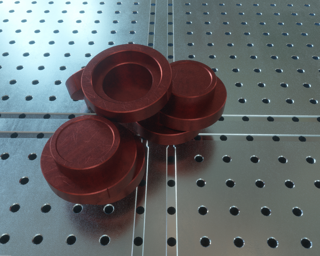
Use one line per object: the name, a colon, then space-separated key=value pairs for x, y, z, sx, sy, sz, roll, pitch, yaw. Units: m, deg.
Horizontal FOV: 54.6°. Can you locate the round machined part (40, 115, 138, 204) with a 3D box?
round machined part: x=-0.073 y=0.025 z=0.320 sx=0.099 sy=0.042 sz=0.098 roll=0 pitch=50 yaw=0

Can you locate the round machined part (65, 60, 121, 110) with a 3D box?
round machined part: x=-0.072 y=-0.056 z=0.419 sx=0.099 sy=0.098 sz=0.042 roll=-22 pitch=89 yaw=-17

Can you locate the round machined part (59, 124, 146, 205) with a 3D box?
round machined part: x=-0.066 y=0.031 z=0.343 sx=0.099 sy=0.042 sz=0.098 roll=0 pitch=50 yaw=0

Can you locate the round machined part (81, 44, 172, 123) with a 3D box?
round machined part: x=-0.035 y=-0.046 z=0.352 sx=0.098 sy=0.042 sz=0.098 roll=-1 pitch=58 yaw=2

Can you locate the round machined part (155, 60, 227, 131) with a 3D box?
round machined part: x=0.033 y=-0.047 z=0.380 sx=0.099 sy=0.042 sz=0.098 roll=0 pitch=49 yaw=0

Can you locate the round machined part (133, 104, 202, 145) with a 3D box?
round machined part: x=0.011 y=-0.029 z=0.394 sx=0.099 sy=0.042 sz=0.098 roll=0 pitch=50 yaw=0
